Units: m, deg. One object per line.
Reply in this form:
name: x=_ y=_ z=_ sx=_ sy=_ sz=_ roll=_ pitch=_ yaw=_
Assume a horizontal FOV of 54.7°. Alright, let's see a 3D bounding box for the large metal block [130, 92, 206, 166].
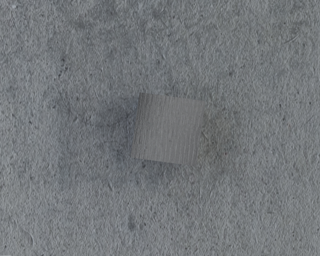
large metal block: x=0.010 y=0.001 z=0.399 sx=0.081 sy=0.050 sz=0.080 roll=8 pitch=90 yaw=-1
